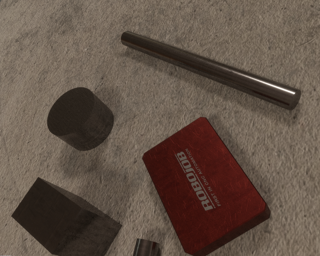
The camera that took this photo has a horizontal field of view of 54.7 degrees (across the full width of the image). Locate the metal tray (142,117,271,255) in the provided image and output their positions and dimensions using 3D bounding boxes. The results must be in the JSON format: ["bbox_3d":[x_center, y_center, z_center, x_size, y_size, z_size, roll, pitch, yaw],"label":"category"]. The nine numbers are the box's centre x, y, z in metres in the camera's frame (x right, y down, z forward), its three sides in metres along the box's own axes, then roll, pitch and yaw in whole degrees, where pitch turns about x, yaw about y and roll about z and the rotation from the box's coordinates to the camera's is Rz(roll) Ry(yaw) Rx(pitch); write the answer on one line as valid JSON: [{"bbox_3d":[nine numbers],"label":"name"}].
[{"bbox_3d":[0.045,0.060,0.340,0.090,0.030,0.130,-33,52,6],"label":"metal tray"}]

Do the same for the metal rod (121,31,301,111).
[{"bbox_3d":[0.047,-0.091,0.434,0.300,0.025,0.025,30,79,37],"label":"metal rod"}]

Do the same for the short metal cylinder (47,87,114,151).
[{"bbox_3d":[-0.116,-0.013,0.454,0.080,0.050,0.080,-13,56,20],"label":"short metal cylinder"}]

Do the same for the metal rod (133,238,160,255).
[{"bbox_3d":[-0.046,0.254,0.270,0.025,0.025,0.300,0,61,28],"label":"metal rod"}]

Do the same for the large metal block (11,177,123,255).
[{"bbox_3d":[-0.105,0.107,0.356,0.080,0.080,0.050,21,73,35],"label":"large metal block"}]
